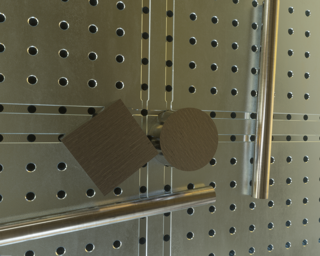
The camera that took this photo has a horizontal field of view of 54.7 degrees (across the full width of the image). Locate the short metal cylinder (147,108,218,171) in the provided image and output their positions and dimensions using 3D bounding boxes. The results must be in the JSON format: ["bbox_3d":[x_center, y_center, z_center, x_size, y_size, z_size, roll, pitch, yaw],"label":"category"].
[{"bbox_3d":[0.029,0.014,0.410,0.081,0.050,0.080,0,90,-20],"label":"short metal cylinder"}]

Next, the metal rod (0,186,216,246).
[{"bbox_3d":[-0.068,0.108,0.387,0.303,0.025,0.025,-6,92,-20],"label":"metal rod"}]

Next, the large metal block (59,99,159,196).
[{"bbox_3d":[-0.063,0.022,0.376,0.080,0.050,0.080,-38,102,-16],"label":"large metal block"}]

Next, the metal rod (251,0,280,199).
[{"bbox_3d":[0.160,-0.044,0.471,0.025,0.025,0.298,4,89,-20],"label":"metal rod"}]
